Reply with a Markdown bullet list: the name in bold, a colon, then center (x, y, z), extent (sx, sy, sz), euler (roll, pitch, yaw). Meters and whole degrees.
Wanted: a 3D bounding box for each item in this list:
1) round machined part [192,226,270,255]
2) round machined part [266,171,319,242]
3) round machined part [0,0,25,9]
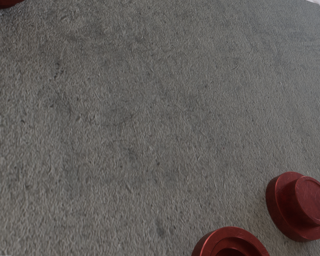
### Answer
- **round machined part**: center (0.074, 0.161, 0.334), extent (0.099, 0.042, 0.098), euler (14, 56, -21)
- **round machined part**: center (0.202, 0.107, 0.436), extent (0.099, 0.042, 0.098), euler (14, 56, -21)
- **round machined part**: center (-0.214, -0.192, 0.395), extent (0.099, 0.042, 0.098), euler (14, 56, -21)
